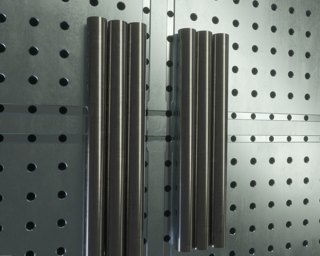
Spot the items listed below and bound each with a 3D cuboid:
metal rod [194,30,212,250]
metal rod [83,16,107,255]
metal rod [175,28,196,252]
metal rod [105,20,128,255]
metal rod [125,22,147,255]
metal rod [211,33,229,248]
[{"bbox_3d":[0.059,0.017,0.433,0.025,0.025,0.298,1,90,-20],"label":"metal rod"},{"bbox_3d":[-0.080,0.016,0.382,0.025,0.025,0.298,1,90,-20],"label":"metal rod"},{"bbox_3d":[0.035,0.016,0.425,0.025,0.025,0.298,1,90,-20],"label":"metal rod"},{"bbox_3d":[-0.055,0.017,0.391,0.025,0.025,0.298,1,90,-20],"label":"metal rod"},{"bbox_3d":[-0.032,0.017,0.400,0.025,0.025,0.298,1,90,-20],"label":"metal rod"},{"bbox_3d":[0.084,0.017,0.443,0.025,0.025,0.298,1,90,-20],"label":"metal rod"}]
